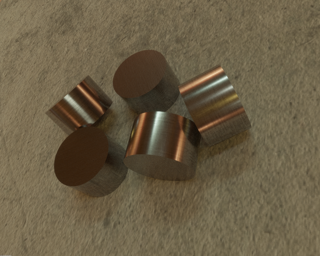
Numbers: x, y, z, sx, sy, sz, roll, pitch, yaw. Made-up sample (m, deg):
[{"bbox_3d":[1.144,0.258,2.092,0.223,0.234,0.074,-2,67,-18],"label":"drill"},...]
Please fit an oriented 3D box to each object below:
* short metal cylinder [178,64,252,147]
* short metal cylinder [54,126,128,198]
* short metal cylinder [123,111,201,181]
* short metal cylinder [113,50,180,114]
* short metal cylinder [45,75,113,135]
[{"bbox_3d":[0.062,-0.025,0.351,0.050,0.080,0.080,-27,53,11],"label":"short metal cylinder"},{"bbox_3d":[-0.088,0.045,0.404,0.080,0.050,0.080,-12,59,20],"label":"short metal cylinder"},{"bbox_3d":[0.004,0.023,0.351,0.080,0.080,0.050,-2,61,27],"label":"short metal cylinder"},{"bbox_3d":[-0.018,-0.062,0.434,0.080,0.050,0.080,-13,56,20],"label":"short metal cylinder"},{"bbox_3d":[-0.115,-0.030,0.441,0.080,0.050,0.080,-37,18,14],"label":"short metal cylinder"}]
